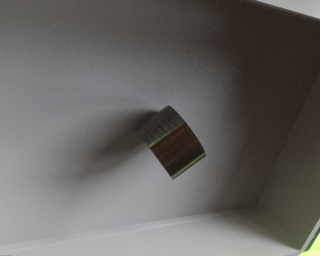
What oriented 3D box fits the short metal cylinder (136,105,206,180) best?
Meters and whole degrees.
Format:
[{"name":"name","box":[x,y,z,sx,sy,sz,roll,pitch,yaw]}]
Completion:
[{"name":"short metal cylinder","box":[0.013,0.018,0.390,0.050,0.080,0.080,-36,130,-5]}]
